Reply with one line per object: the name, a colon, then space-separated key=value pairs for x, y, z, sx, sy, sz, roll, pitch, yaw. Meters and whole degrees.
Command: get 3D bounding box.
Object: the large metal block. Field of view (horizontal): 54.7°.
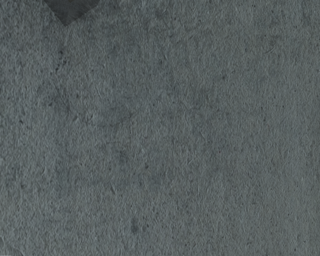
large metal block: x=-0.108 y=-0.170 z=0.339 sx=0.050 sy=0.080 sz=0.080 roll=-42 pitch=104 yaw=-15
